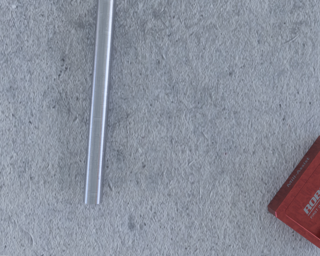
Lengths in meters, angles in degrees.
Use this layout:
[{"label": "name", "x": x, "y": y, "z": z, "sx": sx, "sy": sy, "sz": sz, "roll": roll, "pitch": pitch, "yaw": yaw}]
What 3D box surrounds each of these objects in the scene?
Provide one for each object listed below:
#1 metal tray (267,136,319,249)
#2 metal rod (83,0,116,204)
[{"label": "metal tray", "x": 0.219, "y": 0.085, "z": 0.410, "sx": 0.090, "sy": 0.030, "sz": 0.130, "roll": 36, "pitch": 90, "yaw": -1}, {"label": "metal rod", "x": -0.078, "y": -0.051, "z": 0.408, "sx": 0.025, "sy": 0.025, "sz": 0.298, "roll": 4, "pitch": 90, "yaw": -1}]
